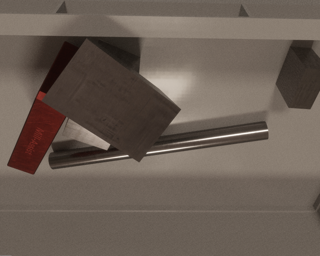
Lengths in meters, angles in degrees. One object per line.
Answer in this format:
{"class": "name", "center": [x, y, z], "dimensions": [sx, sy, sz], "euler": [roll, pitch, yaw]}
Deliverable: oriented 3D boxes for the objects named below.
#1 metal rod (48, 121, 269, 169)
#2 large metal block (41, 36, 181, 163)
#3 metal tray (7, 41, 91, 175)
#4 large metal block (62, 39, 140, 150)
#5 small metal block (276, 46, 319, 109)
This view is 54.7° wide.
{"class": "metal rod", "center": [-0.007, 0.025, 0.430], "dimensions": [0.302, 0.025, 0.025], "euler": [-9, 130, 6]}
{"class": "large metal block", "center": [-0.039, -0.028, 0.249], "dimensions": [0.080, 0.080, 0.050], "euler": [35, 98, -20]}
{"class": "metal tray", "center": [-0.121, -0.019, 0.337], "dimensions": [0.030, 0.090, 0.129], "euler": [25, 133, -20]}
{"class": "large metal block", "center": [-0.063, -0.037, 0.341], "dimensions": [0.050, 0.080, 0.079], "euler": [21, 127, -18]}
{"class": "small metal block", "center": [0.157, -0.056, 0.347], "dimensions": [0.025, 0.050, 0.050], "euler": [4, 130, -4]}
